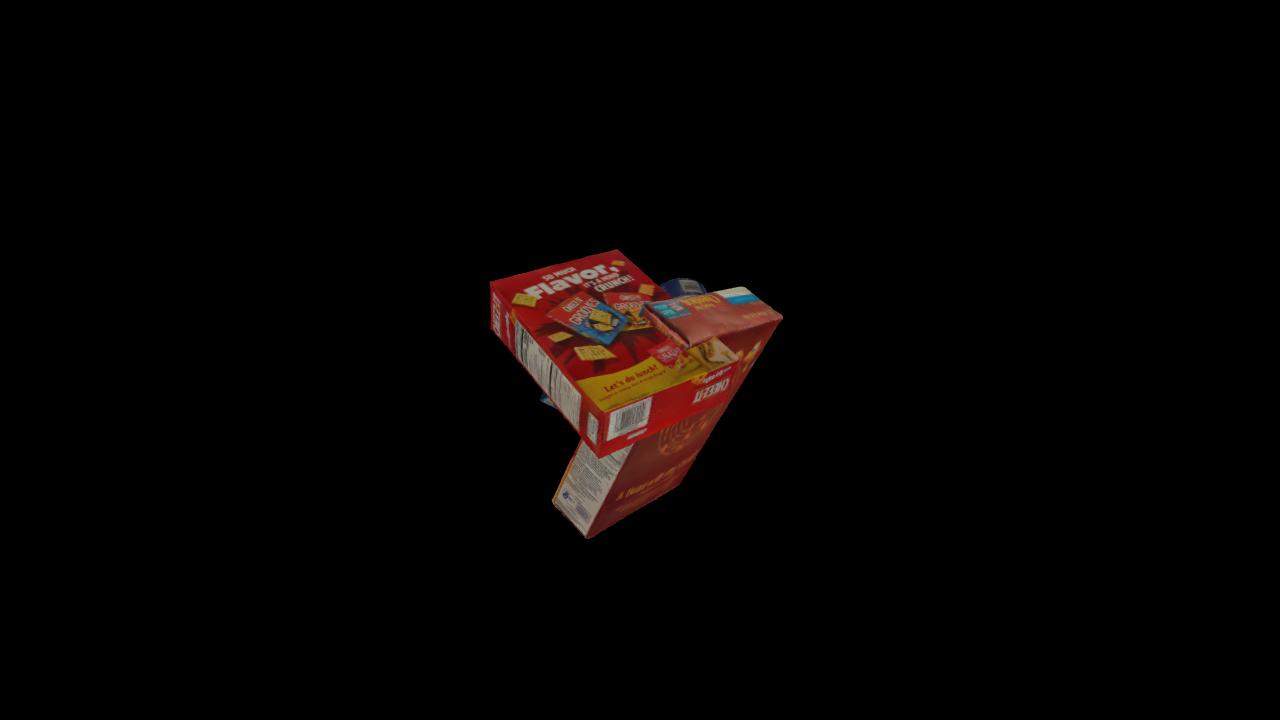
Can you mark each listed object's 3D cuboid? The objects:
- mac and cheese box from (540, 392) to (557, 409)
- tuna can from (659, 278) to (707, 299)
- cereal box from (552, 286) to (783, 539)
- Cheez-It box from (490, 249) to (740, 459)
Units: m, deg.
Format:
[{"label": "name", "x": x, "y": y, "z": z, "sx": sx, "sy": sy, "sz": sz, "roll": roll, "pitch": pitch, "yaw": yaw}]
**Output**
[{"label": "mac and cheese box", "x": -0.055, "y": 0.000, "z": 0.724, "sx": 0.041, "sy": 0.093, "sz": 0.184, "roll": 31, "pitch": -26, "yaw": -19}, {"label": "tuna can", "x": 0.044, "y": -0.055, "z": 0.717, "sx": 0.084, "sy": 0.034, "sz": 0.084, "roll": -13, "pitch": -38, "yaw": -10}, {"label": "cereal box", "x": 0.031, "y": 0.060, "z": 0.748, "sx": 0.081, "sy": 0.306, "sz": 0.203, "roll": 41, "pitch": 34, "yaw": 25}, {"label": "Cheez-It box", "x": -0.034, "y": -0.020, "z": 0.636, "sx": 0.166, "sy": 0.071, "sz": 0.223, "roll": -20, "pitch": 49, "yaw": -32}]
